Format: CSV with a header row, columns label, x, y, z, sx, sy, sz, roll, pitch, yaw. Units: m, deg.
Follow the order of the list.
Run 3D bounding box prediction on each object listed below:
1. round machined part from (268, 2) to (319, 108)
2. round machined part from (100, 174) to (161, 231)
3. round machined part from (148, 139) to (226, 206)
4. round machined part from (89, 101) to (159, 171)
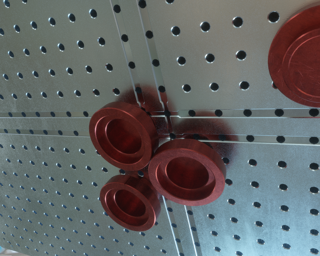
label,x,y,z,sx,sy,sz,roll,pitch,yaw
round machined part,0.150,-0.062,0.283,0.098,0.042,0.097,13,124,21
round machined part,-0.043,0.113,0.493,0.098,0.042,0.097,13,124,21
round machined part,0.038,0.053,0.407,0.098,0.042,0.097,9,126,13
round machined part,-0.045,0.007,0.429,0.098,0.042,0.097,14,124,21
